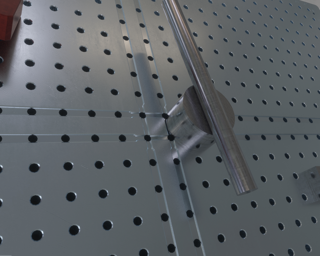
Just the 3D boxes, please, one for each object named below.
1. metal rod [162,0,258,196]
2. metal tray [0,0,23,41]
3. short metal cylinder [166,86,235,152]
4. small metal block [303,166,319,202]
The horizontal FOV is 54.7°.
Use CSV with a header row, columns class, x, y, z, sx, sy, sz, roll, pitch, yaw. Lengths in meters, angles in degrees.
class,x,y,z,sx,sy,sz,roll,pitch,yaw
metal rod,0.057,-0.058,0.410,0.025,0.025,0.299,-4,63,-30
metal tray,-0.232,-0.148,0.351,0.131,0.030,0.090,11,36,-22
short metal cylinder,0.056,-0.014,0.431,0.081,0.050,0.080,14,56,-21
small metal block,0.267,0.089,0.498,0.050,0.025,0.050,4,60,-26
